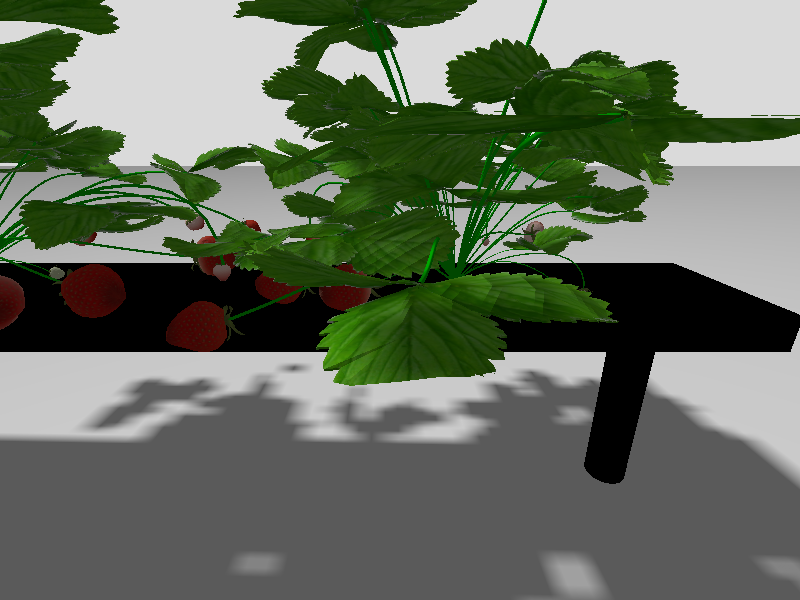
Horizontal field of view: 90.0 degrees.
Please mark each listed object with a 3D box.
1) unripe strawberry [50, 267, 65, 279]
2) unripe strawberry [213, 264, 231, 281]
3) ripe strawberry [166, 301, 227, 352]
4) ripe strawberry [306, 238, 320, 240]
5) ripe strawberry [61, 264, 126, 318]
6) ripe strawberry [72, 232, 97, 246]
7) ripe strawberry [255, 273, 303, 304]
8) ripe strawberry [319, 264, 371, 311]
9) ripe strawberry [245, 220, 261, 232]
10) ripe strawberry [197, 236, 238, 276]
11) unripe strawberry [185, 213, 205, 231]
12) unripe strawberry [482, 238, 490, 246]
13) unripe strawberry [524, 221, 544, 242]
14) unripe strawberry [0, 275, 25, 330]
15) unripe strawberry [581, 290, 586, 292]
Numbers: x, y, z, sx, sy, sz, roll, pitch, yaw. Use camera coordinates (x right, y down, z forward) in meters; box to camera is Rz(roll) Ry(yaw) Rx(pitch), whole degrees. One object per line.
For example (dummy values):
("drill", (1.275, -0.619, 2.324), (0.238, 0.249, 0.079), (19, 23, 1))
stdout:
("unripe strawberry", (-0.320, -0.025, 0.374), (0.011, 0.011, 0.010), (6, 19, -9))
("unripe strawberry", (-0.154, -0.023, 0.348), (0.015, 0.015, 0.014), (1, 20, 3))
("ripe strawberry", (-0.121, 0.017, 0.237), (0.033, 0.032, 0.030), (-16, 26, -35))
("ripe strawberry", (-0.099, -0.074, 0.482), (0.031, 0.027, 0.031), (16, 26, 38))
("ripe strawberry", (-0.217, -0.006, 0.288), (0.040, 0.039, 0.037), (9, 22, 21))
("ripe strawberry", (-0.401, -0.086, 0.508), (0.029, 0.033, 0.032), (0, 20, -1))
("ripe strawberry", (-0.094, -0.013, 0.313), (0.036, 0.031, 0.036), (-8, 22, -18))
("ripe strawberry", (-0.042, -0.008, 0.298), (0.037, 0.037, 0.035), (-15, 25, -33))
("ripe strawberry", (-0.198, -0.091, 0.536), (0.027, 0.029, 0.030), (21, -12, 44))
("ripe strawberry", (-0.173, -0.042, 0.380), (0.037, 0.039, 0.034), (-1, 20, -5))
("unripe strawberry", (-0.306, -0.117, 0.601), (0.025, 0.028, 0.027), (7, -18, 19))
("unripe strawberry", (0.108, -0.073, 0.504), (0.009, 0.010, 0.011), (8, 22, 20))
("unripe strawberry", (0.175, -0.087, 0.515), (0.026, 0.030, 0.028), (15, 24, 35))
("unripe strawberry", (-0.266, 0.004, 0.255), (0.039, 0.039, 0.043), (17, 26, 37))
("unripe strawberry", (0.144, -0.003, 0.317), (0.010, 0.011, 0.011), (11, 23, 27))
